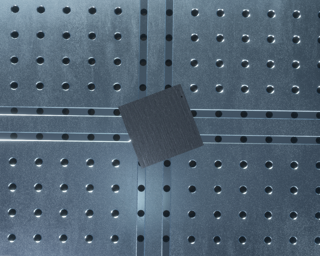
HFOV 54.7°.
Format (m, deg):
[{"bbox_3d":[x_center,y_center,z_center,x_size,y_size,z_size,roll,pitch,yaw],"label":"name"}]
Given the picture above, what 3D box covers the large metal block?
[{"bbox_3d":[0.001,-0.002,0.398,0.080,0.050,0.080,-21,90,-1],"label":"large metal block"}]
